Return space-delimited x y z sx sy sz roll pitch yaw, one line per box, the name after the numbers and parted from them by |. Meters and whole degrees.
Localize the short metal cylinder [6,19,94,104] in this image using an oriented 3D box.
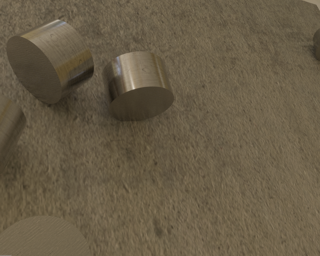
-0.122 -0.074 0.349 0.080 0.080 0.050 43 51 1 | short metal cylinder

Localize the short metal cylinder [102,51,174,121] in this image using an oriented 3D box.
-0.028 -0.049 0.385 0.081 0.080 0.050 -1 62 -29 | short metal cylinder

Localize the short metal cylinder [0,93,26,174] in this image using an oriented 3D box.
-0.170 0.002 0.276 0.080 0.080 0.050 21 54 -16 | short metal cylinder

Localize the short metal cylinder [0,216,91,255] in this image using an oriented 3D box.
-0.104 0.120 0.259 0.081 0.050 0.080 14 56 -21 | short metal cylinder

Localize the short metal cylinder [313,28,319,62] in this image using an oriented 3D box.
0.394 -0.192 0.702 0.080 0.080 0.050 22 54 -16 | short metal cylinder
